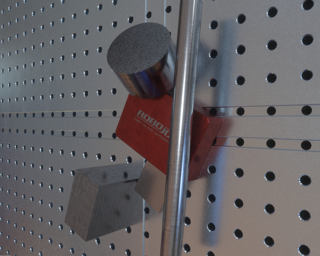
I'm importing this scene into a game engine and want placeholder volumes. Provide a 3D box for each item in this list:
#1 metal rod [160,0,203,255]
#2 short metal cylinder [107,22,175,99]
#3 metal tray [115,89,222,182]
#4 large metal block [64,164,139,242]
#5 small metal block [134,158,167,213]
[{"bbox_3d":[0.023,0.010,0.348,0.025,0.025,0.298,7,95,39],"label":"metal rod"},{"bbox_3d":[-0.018,-0.083,0.382,0.080,0.050,0.080,-10,57,16],"label":"short metal cylinder"},{"bbox_3d":[0.005,0.000,0.400,0.130,0.030,0.089,34,111,34],"label":"metal tray"},{"bbox_3d":[-0.078,0.100,0.436,0.050,0.081,0.079,24,105,37],"label":"large metal block"},{"bbox_3d":[-0.001,0.074,0.409,0.050,0.025,0.050,37,113,33],"label":"small metal block"}]
